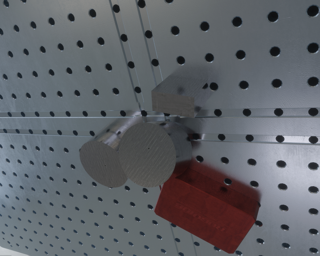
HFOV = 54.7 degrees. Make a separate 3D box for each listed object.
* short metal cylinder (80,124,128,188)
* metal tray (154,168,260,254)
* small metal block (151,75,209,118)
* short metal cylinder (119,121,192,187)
[{"bbox_3d":[-0.070,0.041,0.457,0.080,0.050,0.079,13,124,21],"label":"short metal cylinder"},{"bbox_3d":[0.063,0.116,0.447,0.130,0.030,0.089,25,128,12],"label":"metal tray"},{"bbox_3d":[0.024,-0.038,0.359,0.050,0.050,0.025,11,123,22],"label":"small metal block"},{"bbox_3d":[-0.005,0.031,0.399,0.080,0.050,0.079,2,95,27],"label":"short metal cylinder"}]
